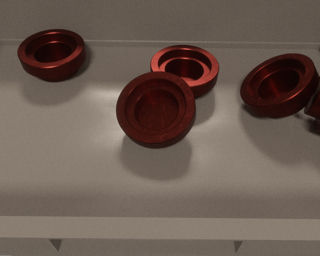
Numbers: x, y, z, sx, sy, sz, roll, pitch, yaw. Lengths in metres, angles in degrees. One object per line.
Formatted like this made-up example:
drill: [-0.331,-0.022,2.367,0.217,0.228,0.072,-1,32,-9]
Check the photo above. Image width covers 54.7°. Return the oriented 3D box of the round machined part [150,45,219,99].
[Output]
round machined part: [0.035,-0.078,0.459,0.099,0.042,0.098,1,49,-1]

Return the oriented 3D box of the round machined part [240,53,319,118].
round machined part: [0.164,-0.052,0.420,0.098,0.042,0.098,-27,35,22]

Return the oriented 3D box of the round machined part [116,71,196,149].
round machined part: [-0.003,-0.020,0.397,0.099,0.042,0.098,-3,69,8]

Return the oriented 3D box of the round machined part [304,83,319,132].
round machined part: [0.220,-0.041,0.394,0.042,0.097,0.098,25,54,13]

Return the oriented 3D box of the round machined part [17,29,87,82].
round machined part: [-0.164,-0.109,0.484,0.099,0.042,0.098,0,50,0]
